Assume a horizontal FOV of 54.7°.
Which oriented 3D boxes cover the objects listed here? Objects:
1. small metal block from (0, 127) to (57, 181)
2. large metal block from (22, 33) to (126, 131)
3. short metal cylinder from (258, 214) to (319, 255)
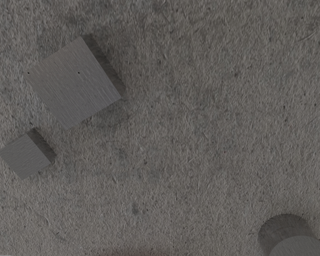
[{"bbox_3d":[-0.179,0.035,0.421,0.050,0.025,0.050,-30,108,10],"label":"small metal block"},{"bbox_3d":[-0.099,-0.056,0.375,0.080,0.050,0.080,-29,108,10],"label":"large metal block"},{"bbox_3d":[0.194,0.177,0.464,0.081,0.050,0.079,0,110,0],"label":"short metal cylinder"}]
